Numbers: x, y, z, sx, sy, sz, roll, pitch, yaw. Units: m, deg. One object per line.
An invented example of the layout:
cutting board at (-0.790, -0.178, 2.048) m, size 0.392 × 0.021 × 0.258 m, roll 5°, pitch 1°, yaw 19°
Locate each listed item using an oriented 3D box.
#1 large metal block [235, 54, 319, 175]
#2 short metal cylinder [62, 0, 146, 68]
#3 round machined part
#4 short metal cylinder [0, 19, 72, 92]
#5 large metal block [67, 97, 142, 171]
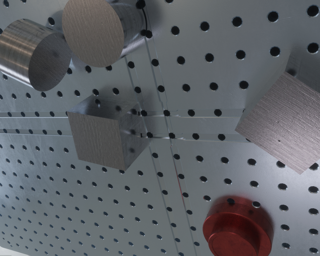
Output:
large metal block at (0.137, -0.013, 0.314) m, size 0.080 × 0.050 × 0.079 m, roll 35°, pitch 129°, yaw 5°
short metal cylinder at (-0.064, -0.116, 0.357) m, size 0.080 × 0.050 × 0.079 m, roll 13°, pitch 124°, yaw 21°
round machined part at (0.108, 0.159, 0.442) m, size 0.098 × 0.042 × 0.097 m, roll 13°, pitch 124°, yaw 21°
short metal cylinder at (-0.161, -0.094, 0.403) m, size 0.050 × 0.080 × 0.079 m, roll 25°, pitch 127°, yaw 12°
large metal block at (-0.076, 0.006, 0.439) m, size 0.080 × 0.050 × 0.079 m, roll 10°, pitch 123°, yaw 23°
